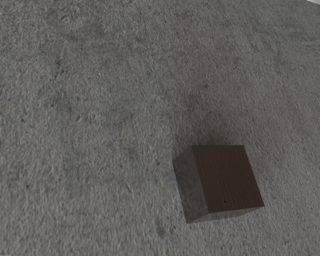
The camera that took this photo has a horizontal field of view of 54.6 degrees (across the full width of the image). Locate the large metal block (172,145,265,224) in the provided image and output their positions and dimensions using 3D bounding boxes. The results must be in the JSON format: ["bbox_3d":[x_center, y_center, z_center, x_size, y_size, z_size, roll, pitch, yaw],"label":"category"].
[{"bbox_3d":[0.070,0.068,0.383,0.081,0.050,0.080,2,61,-27],"label":"large metal block"}]
